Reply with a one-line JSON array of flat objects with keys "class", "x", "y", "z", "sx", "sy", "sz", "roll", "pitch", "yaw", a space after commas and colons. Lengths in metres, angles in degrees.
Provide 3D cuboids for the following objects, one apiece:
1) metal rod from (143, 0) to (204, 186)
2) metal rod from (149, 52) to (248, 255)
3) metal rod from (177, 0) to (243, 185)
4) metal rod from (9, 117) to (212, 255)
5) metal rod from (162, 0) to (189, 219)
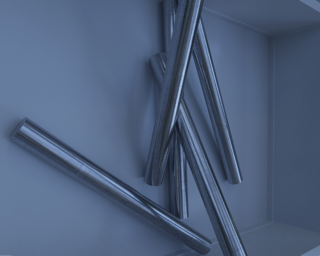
[{"class": "metal rod", "x": 0.018, "y": -0.064, "z": 0.342, "sx": 0.025, "sy": 0.025, "sz": 0.298, "roll": -10, "pitch": 122, "yaw": -40}, {"class": "metal rod", "x": 0.048, "y": 0.043, "z": 0.372, "sx": 0.025, "sy": 0.025, "sz": 0.299, "roll": -8, "pitch": 72, "yaw": -40}, {"class": "metal rod", "x": 0.079, "y": -0.044, "z": 0.458, "sx": 0.025, "sy": 0.025, "sz": 0.298, "roll": -36, "pitch": 117, "yaw": -34}, {"class": "metal rod", "x": -0.036, "y": 0.084, "z": 0.369, "sx": 0.301, "sy": 0.025, "sz": 0.025, "roll": 41, "pitch": 65, "yaw": -30}, {"class": "metal rod", "x": 0.022, "y": -0.026, "z": 0.426, "sx": 0.025, "sy": 0.025, "sz": 0.298, "roll": -4, "pitch": 93, "yaw": -40}]
